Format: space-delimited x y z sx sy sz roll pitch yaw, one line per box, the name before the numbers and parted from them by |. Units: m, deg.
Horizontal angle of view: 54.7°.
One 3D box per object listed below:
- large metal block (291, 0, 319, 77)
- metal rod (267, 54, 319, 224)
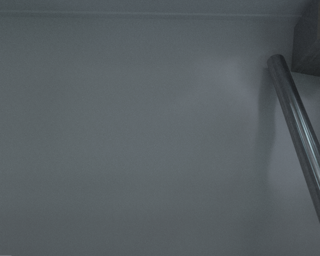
large metal block | 0.226 -0.128 0.430 0.050 0.080 0.080 11 70 4
metal rod | 0.162 0.013 0.346 0.025 0.025 0.300 3 47 1
